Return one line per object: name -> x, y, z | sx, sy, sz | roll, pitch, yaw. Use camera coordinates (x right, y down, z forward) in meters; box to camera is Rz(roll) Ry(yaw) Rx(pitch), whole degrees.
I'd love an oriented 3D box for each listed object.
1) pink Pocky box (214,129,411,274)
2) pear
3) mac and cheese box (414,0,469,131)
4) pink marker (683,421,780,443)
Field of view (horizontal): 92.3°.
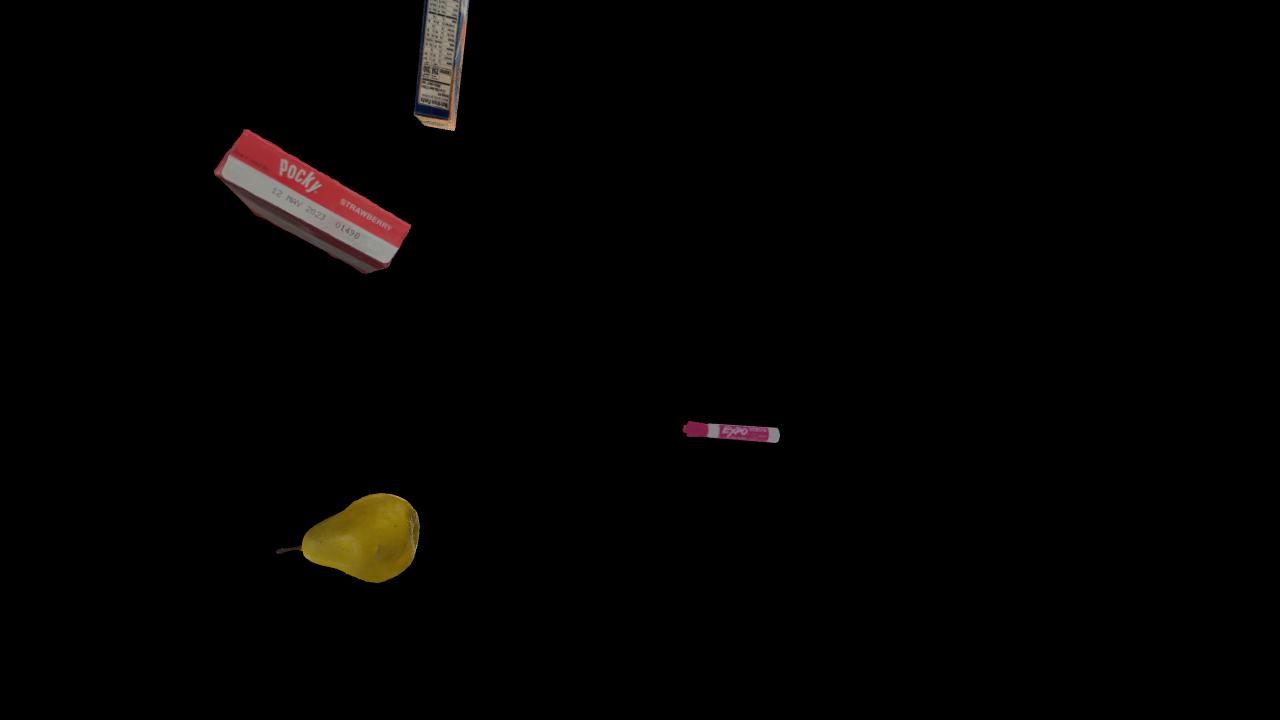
pink Pocky box -> -0.189, -0.084, 0.362 | 0.084, 0.029, 0.155 | 31, -8, -27
pear -> -0.260, 0.162, 0.555 | 0.111, 0.080, 0.080 | 0, 0, -8
mac and cheese box -> -0.201, -0.338, 0.632 | 0.041, 0.184, 0.093 | 6, 13, -16
pink marker -> 0.110, 0.087, 0.740 | 0.121, 0.020, 0.020 | 6, -1, -14
